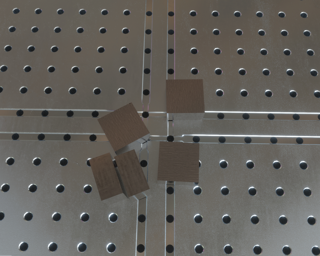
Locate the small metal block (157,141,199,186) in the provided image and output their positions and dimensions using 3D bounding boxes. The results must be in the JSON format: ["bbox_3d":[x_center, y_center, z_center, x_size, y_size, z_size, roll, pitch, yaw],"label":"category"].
[{"bbox_3d":[0.023,0.046,0.395,0.050,0.025,0.050,3,70,1],"label":"small metal block"}]

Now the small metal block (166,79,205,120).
[{"bbox_3d":[0.034,-0.039,0.426,0.050,0.025,0.050,-1,70,0],"label":"small metal block"}]

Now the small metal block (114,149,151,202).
[{"bbox_3d":[-0.032,0.059,0.377,0.025,0.050,0.050,-21,72,-7],"label":"small metal block"}]

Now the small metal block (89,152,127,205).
[{"bbox_3d":[-0.062,0.063,0.375,0.025,0.050,0.050,-19,71,-7],"label":"small metal block"}]

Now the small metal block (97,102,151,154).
[{"bbox_3d":[-0.047,0.002,0.411,0.050,0.025,0.050,-28,73,-10],"label":"small metal block"}]
